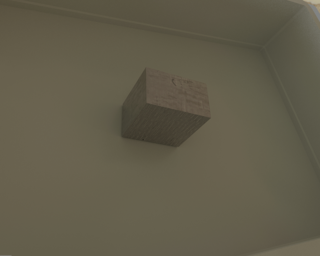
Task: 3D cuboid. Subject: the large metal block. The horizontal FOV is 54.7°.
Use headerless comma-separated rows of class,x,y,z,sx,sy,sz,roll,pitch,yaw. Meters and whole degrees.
large metal block,0.005,-0.022,0.385,0.081,0.080,0.050,12,57,-22
